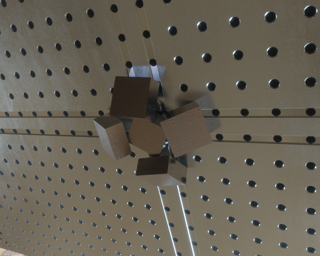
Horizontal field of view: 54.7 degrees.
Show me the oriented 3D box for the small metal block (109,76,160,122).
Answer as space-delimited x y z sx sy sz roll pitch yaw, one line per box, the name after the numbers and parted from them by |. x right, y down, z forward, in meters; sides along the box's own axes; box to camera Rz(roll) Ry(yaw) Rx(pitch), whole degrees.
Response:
-0.032 -0.037 0.388 0.050 0.025 0.050 6 85 25 | small metal block

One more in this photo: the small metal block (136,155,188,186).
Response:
0.003 0.061 0.430 0.050 0.025 0.050 -9 150 32 | small metal block

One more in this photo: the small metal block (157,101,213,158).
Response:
0.031 0.002 0.380 0.050 0.025 0.050 -23 110 -1 | small metal block

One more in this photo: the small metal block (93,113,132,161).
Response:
-0.067 0.012 0.437 0.050 0.025 0.050 29 138 56 | small metal block

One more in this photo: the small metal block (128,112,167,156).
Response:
-0.012 0.006 0.419 0.050 0.025 0.050 28 128 10 | small metal block
